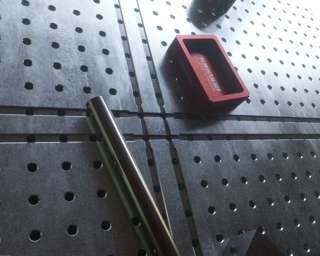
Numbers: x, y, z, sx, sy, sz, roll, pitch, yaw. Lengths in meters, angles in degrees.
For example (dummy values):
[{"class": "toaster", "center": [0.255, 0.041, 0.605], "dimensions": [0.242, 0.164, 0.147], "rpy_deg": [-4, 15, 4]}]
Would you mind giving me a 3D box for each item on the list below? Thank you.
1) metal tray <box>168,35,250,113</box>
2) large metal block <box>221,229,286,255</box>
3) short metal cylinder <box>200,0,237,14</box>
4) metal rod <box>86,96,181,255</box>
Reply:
[{"class": "metal tray", "center": [0.079, -0.093, 0.506], "dimensions": [0.091, 0.030, 0.130], "rpy_deg": [-12, 68, -33]}, {"class": "large metal block", "center": [0.107, 0.176, 0.345], "dimensions": [0.080, 0.050, 0.080], "rpy_deg": [43, 51, 1]}, {"class": "short metal cylinder", "center": [0.123, -0.283, 0.634], "dimensions": [0.081, 0.050, 0.080], "rpy_deg": [14, 56, -21]}, {"class": "metal rod", "center": [-0.013, 0.094, 0.344], "dimensions": [0.025, 0.025, 0.299], "rpy_deg": [-16, 70, -35]}]
